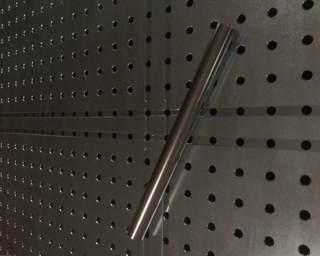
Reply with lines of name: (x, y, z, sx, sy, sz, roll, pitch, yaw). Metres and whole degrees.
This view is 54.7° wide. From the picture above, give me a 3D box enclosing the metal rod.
metal rod: (0.021, 0.018, 0.390, 0.025, 0.025, 0.298, 35, 111, 34)
